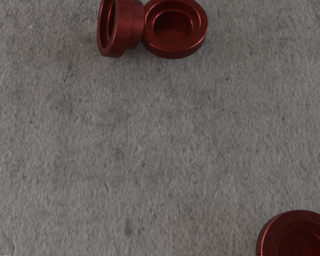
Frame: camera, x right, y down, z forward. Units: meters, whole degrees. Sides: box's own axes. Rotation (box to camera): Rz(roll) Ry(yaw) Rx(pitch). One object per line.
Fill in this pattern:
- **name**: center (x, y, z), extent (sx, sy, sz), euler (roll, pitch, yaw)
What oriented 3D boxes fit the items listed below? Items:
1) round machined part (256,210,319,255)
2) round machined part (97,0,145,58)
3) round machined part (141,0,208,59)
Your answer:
- **round machined part**: center (0.157, 0.144, 0.348), extent (0.099, 0.042, 0.098), euler (0, 70, -1)
- **round machined part**: center (-0.053, -0.145, 0.427), extent (0.042, 0.098, 0.098), euler (2, 68, -27)
- **round machined part**: center (0.018, -0.142, 0.451), extent (0.099, 0.042, 0.098), euler (0, 70, -1)
